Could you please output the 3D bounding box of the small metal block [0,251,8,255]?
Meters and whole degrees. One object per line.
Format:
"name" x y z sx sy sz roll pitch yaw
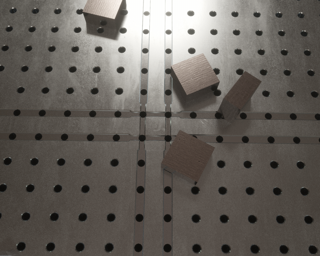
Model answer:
"small metal block" -0.189 0.175 0.345 0.050 0.025 0.050 -35 74 -12

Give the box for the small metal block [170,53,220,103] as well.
"small metal block" 0.049 -0.071 0.438 0.050 0.025 0.050 -23 72 -9

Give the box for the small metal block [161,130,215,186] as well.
"small metal block" 0.035 0.038 0.398 0.050 0.025 0.050 27 72 9

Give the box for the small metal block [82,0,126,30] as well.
"small metal block" -0.085 -0.185 0.478 0.050 0.025 0.050 15 71 5

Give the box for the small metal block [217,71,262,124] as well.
"small metal block" 0.105 -0.040 0.414 0.025 0.050 0.050 36 74 12
